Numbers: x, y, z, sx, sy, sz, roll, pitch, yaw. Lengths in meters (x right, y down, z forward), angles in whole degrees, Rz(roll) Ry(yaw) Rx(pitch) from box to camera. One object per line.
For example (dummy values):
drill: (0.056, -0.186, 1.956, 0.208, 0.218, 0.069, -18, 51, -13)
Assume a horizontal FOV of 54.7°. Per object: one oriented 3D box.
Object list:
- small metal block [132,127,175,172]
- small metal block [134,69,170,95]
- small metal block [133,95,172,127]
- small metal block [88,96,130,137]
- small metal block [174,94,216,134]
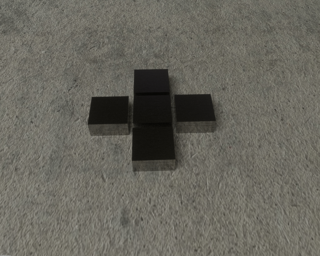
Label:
small metal block: (-0.008, 0.026, 0.383, 0.050, 0.025, 0.050, -2, 50, -2)
small metal block: (-0.012, -0.061, 0.456, 0.050, 0.025, 0.050, -1, 50, -2)
small metal block: (-0.010, -0.018, 0.420, 0.050, 0.025, 0.050, -1, 50, -2)
small metal block: (-0.067, -0.016, 0.417, 0.050, 0.025, 0.050, -1, 50, -2)
small metal block: (0.046, -0.020, 0.422, 0.050, 0.025, 0.050, -1, 50, -2)
